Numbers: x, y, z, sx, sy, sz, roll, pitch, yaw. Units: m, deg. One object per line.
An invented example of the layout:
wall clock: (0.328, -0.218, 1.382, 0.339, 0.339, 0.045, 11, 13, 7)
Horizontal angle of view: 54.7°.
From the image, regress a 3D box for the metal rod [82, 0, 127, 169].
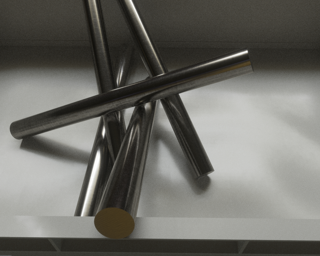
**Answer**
metal rod: (-0.072, -0.079, 0.398, 0.025, 0.025, 0.299, -10, 73, -9)

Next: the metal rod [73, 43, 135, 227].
metal rod: (-0.066, -0.017, 0.418, 0.025, 0.025, 0.300, 4, 50, 3)

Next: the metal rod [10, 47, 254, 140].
metal rod: (-0.050, -0.031, 0.349, 0.300, 0.025, 0.025, -14, 47, 21)

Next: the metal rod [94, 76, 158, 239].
metal rod: (-0.020, -0.004, 0.327, 0.025, 0.025, 0.300, 3, 25, 2)

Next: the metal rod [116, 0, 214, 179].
metal rod: (-0.004, -0.077, 0.405, 0.025, 0.025, 0.299, -18, 72, -15)
